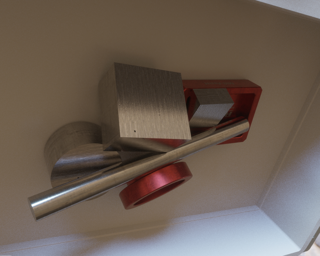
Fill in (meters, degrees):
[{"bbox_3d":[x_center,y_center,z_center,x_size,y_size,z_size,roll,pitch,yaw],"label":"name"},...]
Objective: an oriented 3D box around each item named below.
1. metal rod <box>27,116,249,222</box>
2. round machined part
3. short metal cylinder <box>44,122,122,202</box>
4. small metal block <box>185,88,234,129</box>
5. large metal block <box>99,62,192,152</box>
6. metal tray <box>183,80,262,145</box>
[{"bbox_3d":[-0.001,0.037,0.377,0.302,0.025,0.025,-19,127,-31],"label":"metal rod"},{"bbox_3d":[-0.010,0.068,0.413,0.099,0.042,0.098,-25,164,-8],"label":"round machined part"},{"bbox_3d":[-0.091,0.039,0.365,0.081,0.050,0.079,-14,125,-21],"label":"short metal cylinder"},{"bbox_3d":[0.058,-0.025,0.397,0.050,0.025,0.050,-5,147,-26],"label":"small metal block"},{"bbox_3d":[-0.018,-0.019,0.341,0.081,0.080,0.050,3,159,-29],"label":"large metal block"},{"bbox_3d":[0.073,-0.020,0.432,0.131,0.030,0.089,-5,121,-27],"label":"metal tray"}]
